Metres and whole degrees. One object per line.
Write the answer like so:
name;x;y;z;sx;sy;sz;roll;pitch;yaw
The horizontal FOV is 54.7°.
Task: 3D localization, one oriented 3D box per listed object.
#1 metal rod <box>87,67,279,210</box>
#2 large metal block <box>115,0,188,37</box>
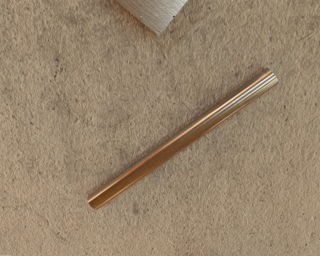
metal rod;0.022;0.021;0.417;0.300;0.025;0.025;-36;106;12
large metal block;-0.007;-0.160;0.337;0.080;0.050;0.080;37;106;-13
